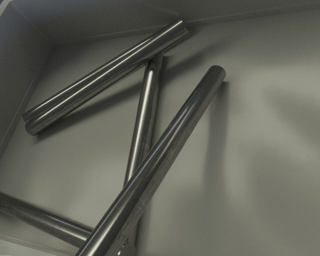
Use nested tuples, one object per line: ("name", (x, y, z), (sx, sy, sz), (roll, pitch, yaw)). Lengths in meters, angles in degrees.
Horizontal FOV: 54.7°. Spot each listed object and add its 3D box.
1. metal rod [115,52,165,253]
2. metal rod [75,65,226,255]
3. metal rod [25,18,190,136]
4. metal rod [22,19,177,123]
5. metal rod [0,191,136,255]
("metal rod", (-0.024, 0.012, 0.409), (0.025, 0.025, 0.299), (-6, 59, 25))
("metal rod", (0.010, 0.016, 0.310), (0.025, 0.025, 0.301), (4, 38, 30))
("metal rod", (-0.089, -0.069, 0.471), (0.300, 0.025, 0.025), (-30, 52, 16))
("metal rod", (-0.096, -0.087, 0.507), (0.301, 0.025, 0.025), (-29, 52, 9))
("metal rod", (-0.153, 0.115, 0.395), (0.300, 0.025, 0.025), (6, 64, 36))
